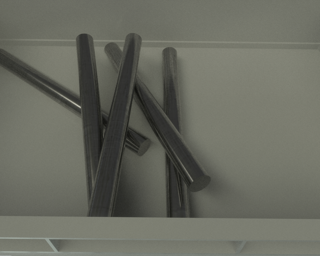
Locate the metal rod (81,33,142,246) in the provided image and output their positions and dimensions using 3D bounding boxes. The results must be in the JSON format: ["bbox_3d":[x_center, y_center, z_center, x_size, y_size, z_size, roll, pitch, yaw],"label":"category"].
[{"bbox_3d":[-0.049,-0.015,0.372,0.025,0.025,0.300,3,52,2],"label":"metal rod"}]

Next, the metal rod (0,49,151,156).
[{"bbox_3d":[-0.139,-0.046,0.441,0.300,0.025,0.025,30,56,22],"label":"metal rod"}]

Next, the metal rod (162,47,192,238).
[{"bbox_3d":[0.018,-0.008,0.411,0.025,0.025,0.300,0,50,-1],"label":"metal rod"}]

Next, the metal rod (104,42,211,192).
[{"bbox_3d":[-0.020,-0.037,0.414,0.025,0.025,0.300,-19,46,-15],"label":"metal rod"}]

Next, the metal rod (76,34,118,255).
[{"bbox_3d":[-0.082,-0.004,0.379,0.025,0.025,0.299,-8,59,-7],"label":"metal rod"}]
